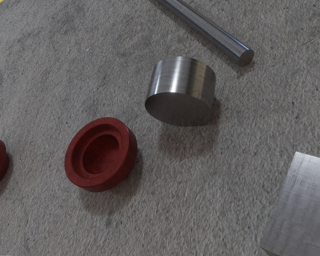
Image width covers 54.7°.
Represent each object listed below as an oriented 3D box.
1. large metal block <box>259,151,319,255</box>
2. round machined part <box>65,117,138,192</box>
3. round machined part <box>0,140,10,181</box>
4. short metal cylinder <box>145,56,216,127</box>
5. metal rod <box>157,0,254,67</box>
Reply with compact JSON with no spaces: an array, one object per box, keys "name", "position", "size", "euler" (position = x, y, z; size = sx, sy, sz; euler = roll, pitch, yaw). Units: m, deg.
[{"name":"large metal block","position":[0.127,0.077,0.254],"size":[0.050,0.080,0.080],"euler":[17,71,35]},{"name":"round machined part","position":[-0.072,0.038,0.408],"size":[0.098,0.042,0.098],"euler":[-13,56,21]},{"name":"round machined part","position":[-0.289,0.062,0.507],"size":[0.098,0.042,0.098],"euler":[-13,56,21]},{"name":"short metal cylinder","position":[0.026,-0.042,0.381],"size":[0.080,0.080,0.050],"euler":[-2,61,27]},{"name":"metal rod","position":[0.041,-0.184,0.494],"size":[0.025,0.025,0.300],"euler":[-39,51,2]}]
